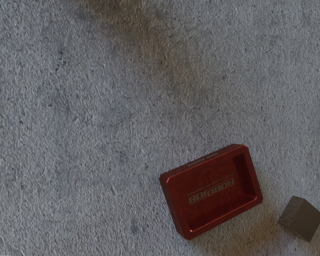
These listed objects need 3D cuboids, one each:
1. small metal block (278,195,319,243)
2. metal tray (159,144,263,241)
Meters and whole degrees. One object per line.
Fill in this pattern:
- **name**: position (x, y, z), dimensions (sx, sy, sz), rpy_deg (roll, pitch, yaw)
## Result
- **small metal block**: position (0.224, 0.144, 0.492), dimensions (0.050, 0.025, 0.050), rpy_deg (39, 78, -16)
- **metal tray**: position (0.074, 0.085, 0.433), dimensions (0.131, 0.030, 0.090), rpy_deg (-20, 97, -19)
